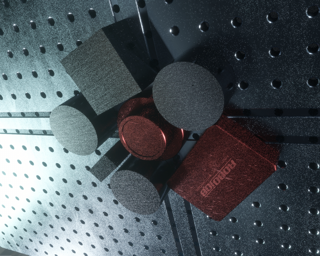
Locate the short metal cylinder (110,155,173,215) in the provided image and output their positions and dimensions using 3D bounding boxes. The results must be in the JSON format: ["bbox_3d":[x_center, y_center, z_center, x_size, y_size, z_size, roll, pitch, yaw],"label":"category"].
[{"bbox_3d":[-0.026,0.080,0.458,0.080,0.050,0.079,13,124,21],"label":"short metal cylinder"}]

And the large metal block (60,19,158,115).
[{"bbox_3d":[-0.061,-0.073,0.382,0.080,0.050,0.080,-23,106,36],"label":"large metal block"}]

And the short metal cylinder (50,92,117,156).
[{"bbox_3d":[-0.110,-0.007,0.448,0.080,0.050,0.079,13,124,21],"label":"short metal cylinder"}]

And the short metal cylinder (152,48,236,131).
[{"bbox_3d":[0.039,-0.043,0.347,0.080,0.050,0.079,13,124,21],"label":"short metal cylinder"}]

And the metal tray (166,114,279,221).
[{"bbox_3d":[0.076,0.055,0.401,0.090,0.030,0.129,35,129,5],"label":"metal tray"}]

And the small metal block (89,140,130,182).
[{"bbox_3d":[-0.071,0.047,0.460,0.025,0.050,0.050,45,129,-3],"label":"small metal block"}]

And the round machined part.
[{"bbox_3d":[-0.015,0.004,0.410,0.098,0.042,0.097,13,124,21],"label":"round machined part"}]
